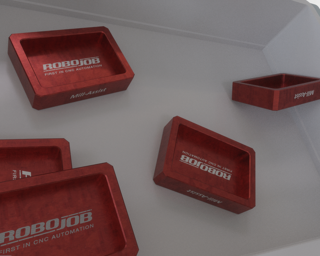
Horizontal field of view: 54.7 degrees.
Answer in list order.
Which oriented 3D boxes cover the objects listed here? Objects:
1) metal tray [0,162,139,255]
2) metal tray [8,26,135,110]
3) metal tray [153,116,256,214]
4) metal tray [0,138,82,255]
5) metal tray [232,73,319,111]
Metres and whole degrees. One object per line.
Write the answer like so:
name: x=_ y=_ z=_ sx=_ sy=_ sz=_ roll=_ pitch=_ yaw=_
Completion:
metal tray: x=-0.093 y=0.085 z=0.260 sx=0.131 sy=0.030 sz=0.090 roll=-8 pitch=66 yaw=-32
metal tray: x=-0.109 y=-0.081 z=0.392 sx=0.131 sy=0.030 sz=0.090 roll=-19 pitch=72 yaw=-35
metal tray: x=0.063 y=0.048 z=0.406 sx=0.131 sy=0.030 sz=0.090 roll=23 pitch=53 yaw=-15
metal tray: x=-0.127 y=0.074 z=0.288 sx=0.091 sy=0.030 sz=0.130 roll=0 pitch=62 yaw=-28
metal tray: x=0.194 y=-0.062 z=0.504 sx=0.131 sy=0.090 sz=0.030 roll=-14 pitch=112 yaw=-30
